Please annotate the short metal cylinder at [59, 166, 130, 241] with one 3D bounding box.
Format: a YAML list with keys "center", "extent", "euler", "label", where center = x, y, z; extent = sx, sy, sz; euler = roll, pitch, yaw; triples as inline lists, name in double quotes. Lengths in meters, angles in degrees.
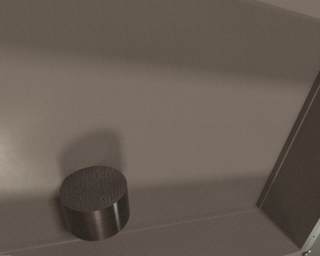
- center: [-0.080, 0.092, 0.388]
  extent: [0.081, 0.080, 0.050]
  euler: [-15, 125, -21]
  label: "short metal cylinder"

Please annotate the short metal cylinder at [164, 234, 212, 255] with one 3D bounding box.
- center: [0.055, 0.248, 0.581]
  extent: [0.081, 0.050, 0.079]
  euler: [-14, 125, -21]
  label: "short metal cylinder"
